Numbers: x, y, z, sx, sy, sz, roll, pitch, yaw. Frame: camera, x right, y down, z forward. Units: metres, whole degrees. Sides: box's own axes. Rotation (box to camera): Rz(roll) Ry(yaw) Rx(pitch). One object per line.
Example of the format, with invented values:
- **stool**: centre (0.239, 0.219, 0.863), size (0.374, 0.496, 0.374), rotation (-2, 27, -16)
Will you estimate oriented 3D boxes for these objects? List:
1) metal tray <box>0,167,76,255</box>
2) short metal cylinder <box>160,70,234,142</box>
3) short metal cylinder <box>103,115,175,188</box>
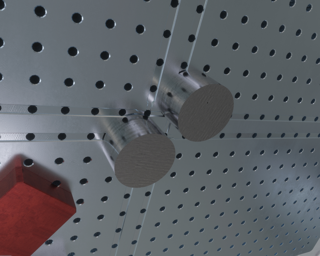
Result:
- **metal tray**: centre (-0.182, 0.119, 0.382), size (0.130, 0.030, 0.090), rotation (-44, 129, 2)
- **short metal cylinder**: centre (0.047, -0.029, 0.403), size (0.081, 0.050, 0.079), rotation (-14, 124, -21)
- **short metal cylinder**: centre (-0.027, 0.029, 0.398), size (0.081, 0.050, 0.079), rotation (-14, 124, -21)
